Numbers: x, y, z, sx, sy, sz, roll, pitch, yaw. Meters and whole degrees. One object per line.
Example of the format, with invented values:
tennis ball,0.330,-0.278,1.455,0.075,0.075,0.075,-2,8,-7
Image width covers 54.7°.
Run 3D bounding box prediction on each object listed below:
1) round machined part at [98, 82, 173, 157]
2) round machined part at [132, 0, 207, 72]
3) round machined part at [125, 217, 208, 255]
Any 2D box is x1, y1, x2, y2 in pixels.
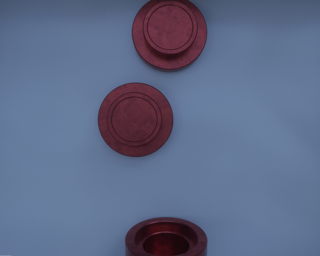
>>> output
round machined part,-0.032,-0.011,0.403,0.099,0.042,0.097,0,90,-1
round machined part,0.013,-0.125,0.403,0.099,0.042,0.097,0,90,-1
round machined part,0.007,0.151,0.376,0.099,0.098,0.042,0,102,-1
